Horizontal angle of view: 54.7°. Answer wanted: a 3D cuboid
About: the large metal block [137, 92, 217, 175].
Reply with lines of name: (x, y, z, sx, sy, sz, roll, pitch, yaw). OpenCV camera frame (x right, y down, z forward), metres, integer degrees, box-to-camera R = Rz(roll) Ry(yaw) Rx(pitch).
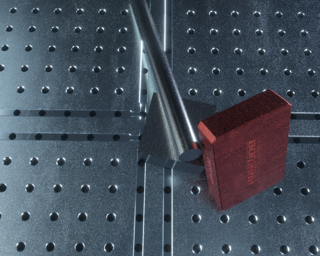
large metal block: (0.022, 0.008, 0.396, 0.080, 0.050, 0.080, 12, 70, 4)

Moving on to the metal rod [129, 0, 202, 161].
metal rod: (-0.003, -0.091, 0.406, 0.025, 0.025, 0.299, -13, 56, -5)

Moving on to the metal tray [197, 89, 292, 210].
metal tray: (0.096, 0.029, 0.347, 0.091, 0.129, 0.030, -25, 44, -9)
